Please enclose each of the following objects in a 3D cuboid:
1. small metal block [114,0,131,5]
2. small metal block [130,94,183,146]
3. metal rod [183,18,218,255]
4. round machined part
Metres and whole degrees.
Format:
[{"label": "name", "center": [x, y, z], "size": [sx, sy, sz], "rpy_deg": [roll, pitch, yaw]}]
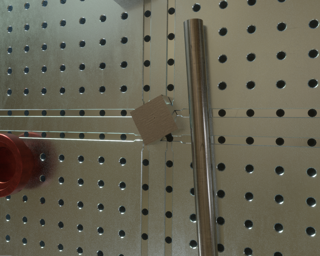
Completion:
[{"label": "small metal block", "center": [-0.045, -0.207, 0.429], "size": [0.050, 0.025, 0.050], "rpy_deg": [-14, 85, 19]}, {"label": "small metal block", "center": [-0.004, -0.010, 0.414], "size": [0.050, 0.025, 0.050], "rpy_deg": [-28, 81, 17]}, {"label": "metal rod", "center": [0.052, 0.013, 0.394], "size": [0.025, 0.025, 0.298], "rpy_deg": [-4, 89, 20]}, {"label": "round machined part", "center": [-0.241, 0.057, 0.489], "size": [0.098, 0.042, 0.097], "rpy_deg": [0, 90, 20]}]
